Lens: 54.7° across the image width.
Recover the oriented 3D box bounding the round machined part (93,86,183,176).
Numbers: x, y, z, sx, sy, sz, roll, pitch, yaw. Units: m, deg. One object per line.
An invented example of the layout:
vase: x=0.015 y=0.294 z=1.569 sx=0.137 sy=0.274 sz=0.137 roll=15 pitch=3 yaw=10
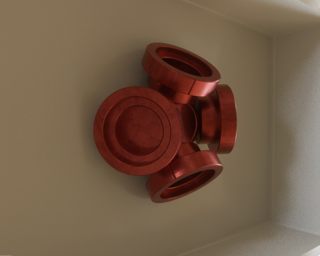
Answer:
round machined part: x=-0.021 y=0.002 z=0.353 sx=0.042 sy=0.098 sz=0.097 roll=-24 pitch=109 yaw=-77

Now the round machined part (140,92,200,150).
round machined part: x=0.014 y=-0.006 z=0.406 sx=0.099 sy=0.042 sz=0.097 roll=0 pitch=90 yaw=-40

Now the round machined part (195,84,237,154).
round machined part: x=0.071 y=-0.012 z=0.432 sx=0.042 sy=0.098 sz=0.097 roll=-2 pitch=92 yaw=-4

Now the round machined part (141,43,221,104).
round machined part: x=0.023 y=-0.066 z=0.390 sx=0.099 sy=0.098 sz=0.042 roll=-5 pitch=131 yaw=-40

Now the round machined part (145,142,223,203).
round machined part: x=0.027 y=0.054 z=0.393 sx=0.099 sy=0.097 sz=0.042 roll=-2 pitch=55 yaw=-40
